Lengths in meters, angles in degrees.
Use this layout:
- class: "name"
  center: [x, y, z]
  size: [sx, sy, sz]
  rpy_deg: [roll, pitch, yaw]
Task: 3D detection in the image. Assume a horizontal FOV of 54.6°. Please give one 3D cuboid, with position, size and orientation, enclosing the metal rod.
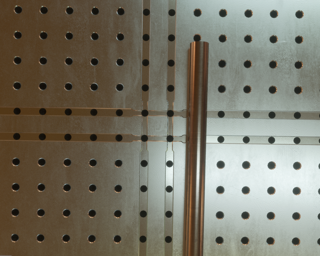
- class: "metal rod"
  center: [0.049, 0.037, 0.413]
  size: [0.025, 0.025, 0.298]
  rpy_deg: [2, 90, 0]
